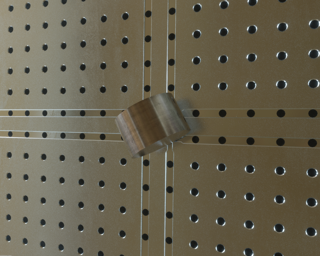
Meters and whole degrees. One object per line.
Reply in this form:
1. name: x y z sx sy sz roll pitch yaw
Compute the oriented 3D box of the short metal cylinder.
1. short metal cylinder: -0.009 -0.002 0.386 0.080 0.080 0.050 -30 80 18
